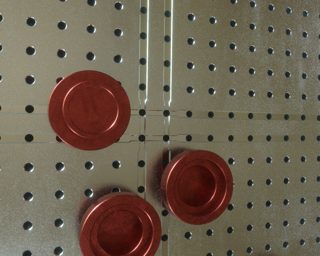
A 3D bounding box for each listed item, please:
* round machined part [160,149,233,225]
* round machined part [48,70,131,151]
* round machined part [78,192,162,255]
[{"bbox_3d":[0.046,0.077,0.422,0.099,0.042,0.097,0,90,-21],"label":"round machined part"},{"bbox_3d":[-0.083,-0.021,0.374,0.099,0.042,0.097,0,90,-21],"label":"round machined part"},{"bbox_3d":[-0.051,0.128,0.386,0.099,0.042,0.097,0,90,-21],"label":"round machined part"}]
